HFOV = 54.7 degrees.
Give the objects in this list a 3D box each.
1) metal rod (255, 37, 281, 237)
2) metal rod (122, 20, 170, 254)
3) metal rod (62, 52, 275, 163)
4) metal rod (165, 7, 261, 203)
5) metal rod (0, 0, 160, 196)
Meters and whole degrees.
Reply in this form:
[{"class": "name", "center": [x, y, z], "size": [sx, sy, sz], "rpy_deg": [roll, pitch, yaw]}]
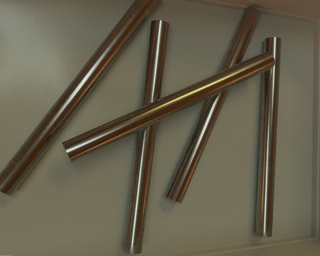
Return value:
[{"class": "metal rod", "center": [0.165, 0.013, 0.473], "size": [0.025, 0.025, 0.298], "rpy_deg": [3, 89, -20]}, {"class": "metal rod", "center": [-0.018, 0.010, 0.404], "size": [0.025, 0.025, 0.298], "rpy_deg": [8, 87, -20]}, {"class": "metal rod", "center": [0.025, -0.035, 0.393], "size": [0.302, 0.025, 0.025], "rpy_deg": [-26, 99, -19]}, {"class": "metal rod", "center": [0.078, -0.038, 0.440], "size": [0.025, 0.025, 0.299], "rpy_deg": [27, 81, -18]}, {"class": "metal rod", "center": [-0.093, -0.053, 0.376], "size": [0.025, 0.025, 0.300], "rpy_deg": [38, 78, -17]}]
